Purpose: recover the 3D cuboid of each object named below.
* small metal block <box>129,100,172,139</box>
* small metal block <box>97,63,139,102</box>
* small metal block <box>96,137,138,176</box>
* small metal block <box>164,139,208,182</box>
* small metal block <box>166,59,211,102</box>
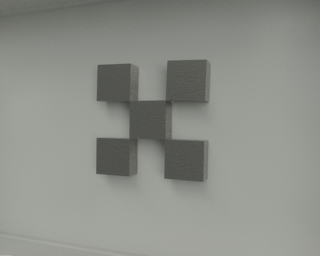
[{"bbox_3d":[-0.012,-0.011,0.412,0.050,0.025,0.050,1,90,20],"label":"small metal block"},{"bbox_3d":[-0.058,-0.061,0.429,0.050,0.025,0.050,2,91,20],"label":"small metal block"},{"bbox_3d":[-0.060,0.039,0.429,0.050,0.025,0.050,1,90,20],"label":"small metal block"},{"bbox_3d":[0.034,0.040,0.396,0.050,0.025,0.050,1,91,20],"label":"small metal block"},{"bbox_3d":[0.036,-0.059,0.395,0.050,0.025,0.050,3,91,20],"label":"small metal block"}]
